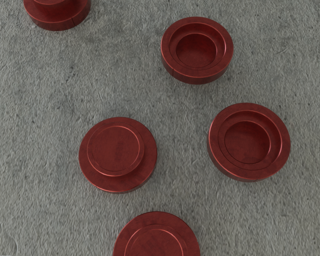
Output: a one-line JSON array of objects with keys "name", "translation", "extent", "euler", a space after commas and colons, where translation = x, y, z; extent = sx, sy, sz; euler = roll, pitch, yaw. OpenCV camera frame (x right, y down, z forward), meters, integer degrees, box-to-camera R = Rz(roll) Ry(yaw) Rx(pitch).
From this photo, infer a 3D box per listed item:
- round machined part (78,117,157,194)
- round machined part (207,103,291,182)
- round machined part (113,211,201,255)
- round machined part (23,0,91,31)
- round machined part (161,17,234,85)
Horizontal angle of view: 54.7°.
[{"name": "round machined part", "translation": [-0.053, 0.031, 0.387], "extent": [0.099, 0.042, 0.098], "euler": [0, 70, 0]}, {"name": "round machined part", "translation": [0.108, 0.021, 0.392], "extent": [0.099, 0.042, 0.098], "euler": [0, 70, 0]}, {"name": "round machined part", "translation": [-0.004, 0.143, 0.347], "extent": [0.099, 0.042, 0.098], "euler": [0, 70, 0]}, {"name": "round machined part", "translation": [-0.159, -0.201, 0.471], "extent": [0.099, 0.042, 0.098], "euler": [0, 70, 0]}, {"name": "round machined part", "translation": [0.050, -0.104, 0.437], "extent": [0.099, 0.042, 0.098], "euler": [0, 70, 0]}]
